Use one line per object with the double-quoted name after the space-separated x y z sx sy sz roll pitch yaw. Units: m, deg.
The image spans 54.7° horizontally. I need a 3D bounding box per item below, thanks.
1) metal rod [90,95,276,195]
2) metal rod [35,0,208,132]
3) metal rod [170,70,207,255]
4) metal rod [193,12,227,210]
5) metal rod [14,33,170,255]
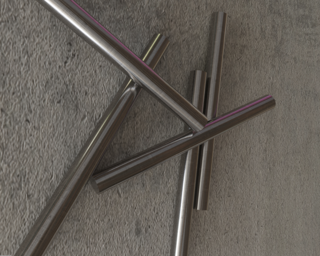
0.049 0.011 0.417 0.302 0.025 0.025 -23 105 -28 "metal rod"
-0.055 -0.088 0.335 0.301 0.025 0.025 38 67 -26 "metal rod"
0.039 0.066 0.440 0.025 0.025 0.298 11 83 -40 "metal rod"
0.075 -0.029 0.470 0.025 0.025 0.298 11 83 -40 "metal rod"
-0.064 0.008 0.352 0.025 0.025 0.300 43 64 -32 "metal rod"
